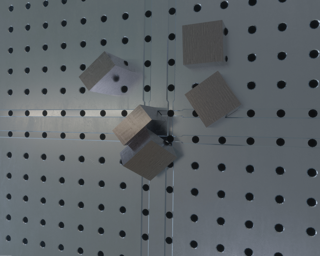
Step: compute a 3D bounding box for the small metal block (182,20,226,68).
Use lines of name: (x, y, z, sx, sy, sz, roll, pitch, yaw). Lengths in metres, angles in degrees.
small metal block: (0.056, -0.105, 0.393, 0.050, 0.025, 0.050, -2, 90, 20)

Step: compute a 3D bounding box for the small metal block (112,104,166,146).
small metal block: (-0.027, -0.003, 0.409, 0.050, 0.050, 0.025, -42, 76, 15)

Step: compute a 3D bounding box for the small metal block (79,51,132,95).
small metal block: (-0.074, -0.074, 0.426, 0.050, 0.050, 0.025, -40, 77, 15)

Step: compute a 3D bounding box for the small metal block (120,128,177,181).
small metal block: (-0.015, 0.035, 0.403, 0.050, 0.050, 0.025, -43, 37, 15)

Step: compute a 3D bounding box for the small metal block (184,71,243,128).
small metal block: (0.068, -0.035, 0.389, 0.050, 0.025, 0.050, -35, 79, 16)
